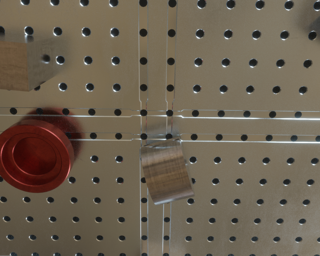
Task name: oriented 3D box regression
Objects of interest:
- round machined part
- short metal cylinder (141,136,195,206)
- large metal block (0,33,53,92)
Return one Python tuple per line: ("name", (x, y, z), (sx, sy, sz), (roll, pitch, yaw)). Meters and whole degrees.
("round machined part", (-0.164, 0.034, 0.415), (0.099, 0.042, 0.097), (0, 110, 0))
("short metal cylinder", (0.011, 0.055, 0.404), (0.050, 0.080, 0.080), (-15, 110, 5))
("large metal block", (-0.176, -0.079, 0.353), (0.081, 0.080, 0.050), (5, 110, -2))
